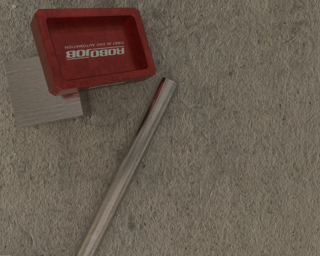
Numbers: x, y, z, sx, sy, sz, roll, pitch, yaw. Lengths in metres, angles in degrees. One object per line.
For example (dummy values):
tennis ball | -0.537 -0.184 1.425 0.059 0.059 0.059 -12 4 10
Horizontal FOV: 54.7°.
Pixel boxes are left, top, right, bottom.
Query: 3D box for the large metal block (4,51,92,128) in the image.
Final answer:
large metal block | -0.139 -0.047 0.396 0.080 0.050 0.080 -11 90 -1

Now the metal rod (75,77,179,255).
metal rod | -0.052 0.073 0.409 0.025 0.025 0.299 26 90 -1

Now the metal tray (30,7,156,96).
metal tray | -0.076 -0.095 0.373 0.131 0.030 0.090 -16 90 -33
